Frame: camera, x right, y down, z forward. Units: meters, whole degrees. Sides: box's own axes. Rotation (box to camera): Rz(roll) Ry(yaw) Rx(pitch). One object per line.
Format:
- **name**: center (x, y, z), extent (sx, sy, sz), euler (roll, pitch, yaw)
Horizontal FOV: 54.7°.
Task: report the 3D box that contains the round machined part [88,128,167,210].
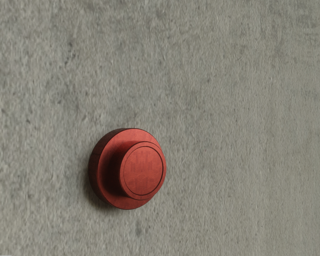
- **round machined part**: center (-0.031, 0.049, 0.369), extent (0.099, 0.042, 0.097), euler (0, 90, -40)
